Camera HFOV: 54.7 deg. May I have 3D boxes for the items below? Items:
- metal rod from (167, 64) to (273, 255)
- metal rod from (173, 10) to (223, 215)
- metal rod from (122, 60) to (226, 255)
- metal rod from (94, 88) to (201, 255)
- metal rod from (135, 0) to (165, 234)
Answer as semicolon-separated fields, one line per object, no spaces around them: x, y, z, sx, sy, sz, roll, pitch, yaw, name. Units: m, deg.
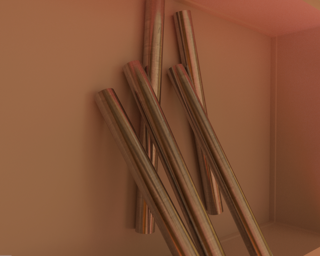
0.078;0.053;0.393;0.025;0.025;0.299;-13;74;-39;metal rod
0.058;-0.016;0.454;0.025;0.025;0.298;-18;102;-39;metal rod
0.023;0.058;0.345;0.025;0.025;0.299;-12;73;-39;metal rod
0.005;0.089;0.321;0.025;0.025;0.299;-18;73;-39;metal rod
-0.012;-0.019;0.395;0.025;0.025;0.298;4;87;-40;metal rod
